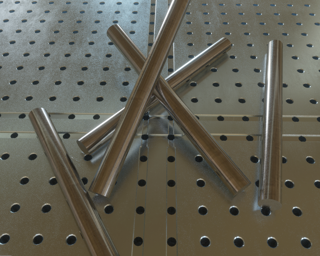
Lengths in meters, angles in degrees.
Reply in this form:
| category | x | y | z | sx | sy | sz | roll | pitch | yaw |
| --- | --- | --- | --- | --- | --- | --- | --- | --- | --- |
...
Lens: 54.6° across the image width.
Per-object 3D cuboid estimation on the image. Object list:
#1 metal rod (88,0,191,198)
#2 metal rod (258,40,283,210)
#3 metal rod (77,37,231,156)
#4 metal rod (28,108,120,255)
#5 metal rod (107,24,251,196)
| category | x | y | z | sx | sy | sz | roll | pitch | yaw |
| --- | --- | --- | --- | --- | --- | --- | --- | --- | --- |
| metal rod | -0.017 | -0.057 | 0.397 | 0.025 | 0.025 | 0.300 | 16 | 70 | 13 |
| metal rod | 0.157 | -0.028 | 0.431 | 0.025 | 0.025 | 0.300 | 11 | 51 | 9 |
| metal rod | 0.008 | -0.059 | 0.456 | 0.025 | 0.025 | 0.302 | 36 | 58 | 26 |
| metal rod | -0.088 | 0.080 | 0.339 | 0.025 | 0.025 | 0.300 | -25 | 54 | -19 |
| metal rod | 0.011 | -0.039 | 0.413 | 0.025 | 0.025 | 0.300 | -27 | 64 | -21 |
